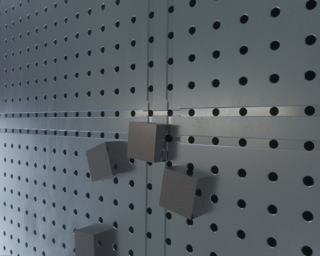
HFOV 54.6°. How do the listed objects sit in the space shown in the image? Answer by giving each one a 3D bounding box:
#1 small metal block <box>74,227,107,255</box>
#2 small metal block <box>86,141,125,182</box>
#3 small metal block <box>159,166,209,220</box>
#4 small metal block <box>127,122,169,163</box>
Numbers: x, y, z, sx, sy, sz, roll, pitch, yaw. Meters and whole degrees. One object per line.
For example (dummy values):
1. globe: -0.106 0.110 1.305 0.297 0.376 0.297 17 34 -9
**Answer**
1. small metal block: -0.113 0.192 0.504 0.050 0.025 0.050 -5 87 40
2. small metal block: -0.086 0.052 0.482 0.050 0.025 0.050 -24 75 37
3. small metal block: 0.029 0.079 0.386 0.050 0.025 0.050 14 99 39
4. small metal block: -0.017 0.018 0.425 0.050 0.025 0.050 7 94 40
